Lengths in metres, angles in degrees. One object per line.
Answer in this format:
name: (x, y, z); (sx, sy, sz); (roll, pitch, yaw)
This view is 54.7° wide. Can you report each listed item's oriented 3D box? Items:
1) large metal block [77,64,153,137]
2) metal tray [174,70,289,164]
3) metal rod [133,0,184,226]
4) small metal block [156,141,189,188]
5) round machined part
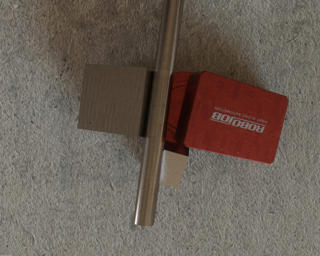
large metal block: (-0.050, -0.033, 0.387); (0.080, 0.050, 0.080); (7, 90, 18)
metal tray: (0.091, -0.011, 0.387); (0.131, 0.030, 0.089); (13, 91, -21)
metal rod: (0.001, -0.036, 0.369); (0.025, 0.025, 0.298); (8, 88, 0)
small metal block: (0.007, 0.045, 0.401); (0.050, 0.025, 0.050); (16, 116, 0)
round machined part: (0.031, -0.025, 0.403); (0.099, 0.042, 0.097); (0, 90, 0)
